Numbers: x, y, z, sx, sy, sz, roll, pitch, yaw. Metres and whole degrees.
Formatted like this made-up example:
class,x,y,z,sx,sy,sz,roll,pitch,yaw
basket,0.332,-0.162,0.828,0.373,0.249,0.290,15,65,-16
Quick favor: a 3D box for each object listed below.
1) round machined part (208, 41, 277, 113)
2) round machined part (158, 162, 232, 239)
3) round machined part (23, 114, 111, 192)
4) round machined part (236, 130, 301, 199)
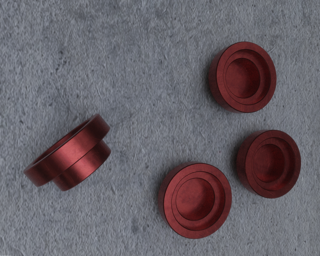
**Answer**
class,x,y,z,sx,sy,sz,roll,pitch,yaw
round machined part,0.112,-0.069,0.441,0.099,0.042,0.097,0,90,-20
round machined part,0.043,0.093,0.416,0.099,0.042,0.097,0,90,-20
round machined part,-0.093,0.030,0.336,0.098,0.098,0.042,-41,103,-15
round machined part,0.154,0.051,0.457,0.099,0.042,0.097,0,90,-20
